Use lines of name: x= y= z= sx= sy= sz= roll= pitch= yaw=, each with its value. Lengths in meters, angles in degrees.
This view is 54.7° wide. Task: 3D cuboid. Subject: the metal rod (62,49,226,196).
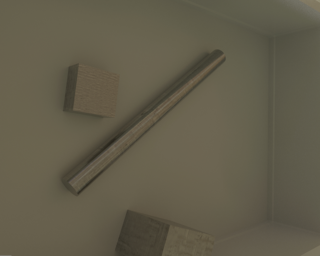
metal rod: x=-0.002 y=-0.024 z=0.406 sx=0.301 sy=0.025 sz=0.025 roll=-43 pitch=116 yaw=-32

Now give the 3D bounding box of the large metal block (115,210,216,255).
large metal block: x=0.006 y=0.141 z=0.379 sx=0.080 sy=0.080 sz=0.050 roll=27 pitch=73 yaw=-37

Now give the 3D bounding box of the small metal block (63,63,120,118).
small metal block: x=-0.076 y=-0.040 z=0.345 sx=0.050 sy=0.025 sz=0.050 roll=10 pitch=84 yaw=-40
